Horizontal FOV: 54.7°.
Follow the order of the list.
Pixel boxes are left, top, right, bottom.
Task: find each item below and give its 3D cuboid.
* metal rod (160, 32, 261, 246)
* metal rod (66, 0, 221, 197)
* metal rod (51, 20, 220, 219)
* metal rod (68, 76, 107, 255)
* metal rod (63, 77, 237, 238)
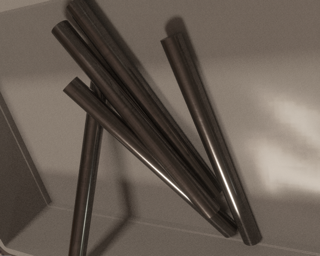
[{"bbox_3d":[0.070,0.028,0.387,0.025,0.025,0.299,-12,113,33],"label":"metal rod"},{"bbox_3d":[-0.013,-0.030,0.395,0.025,0.025,0.299,-29,103,37],"label":"metal rod"},{"bbox_3d":[-0.028,-0.008,0.388,0.300,0.025,0.025,51,128,-3],"label":"metal rod"},{"bbox_3d":[-0.102,0.077,0.431,0.025,0.025,0.298,13,99,21],"label":"metal rod"},{"bbox_3d":[-0.004,0.047,0.413,0.300,0.025,0.025,44,129,-13],"label":"metal rod"}]
